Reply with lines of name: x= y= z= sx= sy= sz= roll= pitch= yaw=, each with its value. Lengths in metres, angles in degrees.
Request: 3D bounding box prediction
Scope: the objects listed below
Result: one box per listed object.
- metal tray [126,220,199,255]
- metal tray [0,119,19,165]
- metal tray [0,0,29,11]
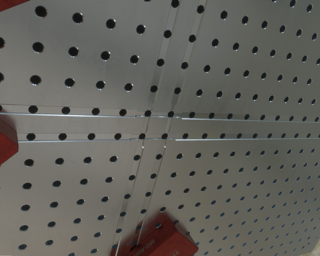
metal tray: x=-0.005 y=0.230 z=0.546 sx=0.130 sy=0.030 sz=0.090 roll=-40 pitch=129 yaw=-1
metal tray: x=-0.215 y=0.002 z=0.292 sx=0.090 sy=0.030 sz=0.130 roll=-38 pitch=129 yaw=-3
metal tray: x=-0.162 y=-0.148 z=0.227 sx=0.090 sy=0.030 sz=0.130 roll=-28 pitch=128 yaw=-11
